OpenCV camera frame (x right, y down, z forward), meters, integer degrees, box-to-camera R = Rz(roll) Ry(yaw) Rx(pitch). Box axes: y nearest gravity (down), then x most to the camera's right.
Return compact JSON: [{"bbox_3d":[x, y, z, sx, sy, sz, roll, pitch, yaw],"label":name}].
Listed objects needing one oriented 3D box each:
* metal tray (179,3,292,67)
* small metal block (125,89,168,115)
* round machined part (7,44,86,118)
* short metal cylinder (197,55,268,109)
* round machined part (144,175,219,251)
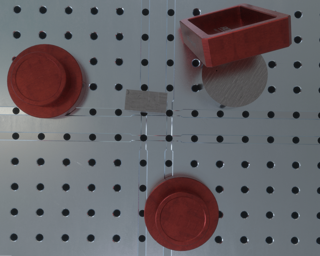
[{"bbox_3d":[0.080,-0.113,0.362,0.091,0.130,0.030,-15,118,0],"label":"metal tray"},{"bbox_3d":[-0.017,-0.033,0.401,0.050,0.050,0.025,5,90,0],"label":"small metal block"},{"bbox_3d":[-0.150,-0.061,0.404,0.099,0.042,0.097,0,90,0],"label":"round machined part"},{"bbox_3d":[0.091,-0.065,0.402,0.081,0.050,0.079,0,90,0],"label":"short metal cylinder"},{"bbox_3d":[0.028,0.113,0.405,0.099,0.042,0.097,0,90,0],"label":"round machined part"}]
